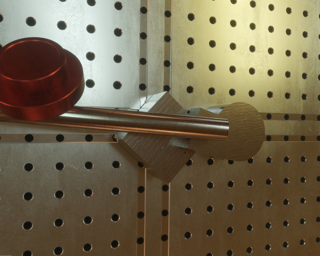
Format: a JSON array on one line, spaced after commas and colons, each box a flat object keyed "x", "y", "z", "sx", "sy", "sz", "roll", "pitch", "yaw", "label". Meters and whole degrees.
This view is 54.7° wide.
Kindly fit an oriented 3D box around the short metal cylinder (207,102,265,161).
[{"x": 0.099, "y": 0.005, "z": 0.437, "sx": 0.081, "sy": 0.050, "sz": 0.079, "roll": 0, "pitch": 90, "yaw": -21, "label": "short metal cylinder"}]

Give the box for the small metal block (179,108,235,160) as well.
[{"x": 0.058, "y": 0.007, "z": 0.380, "sx": 0.050, "sy": 0.025, "sz": 0.050, "roll": 20, "pitch": 83, "yaw": -19, "label": "small metal block"}]

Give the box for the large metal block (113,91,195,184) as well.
[{"x": 0.001, "y": 0.011, "z": 0.398, "sx": 0.080, "sy": 0.050, "sz": 0.080, "roll": 46, "pitch": 76, "yaw": -15, "label": "large metal block"}]

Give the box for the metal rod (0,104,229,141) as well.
[{"x": -0.076, "y": -0.011, "z": 0.339, "sx": 0.302, "sy": 0.025, "sz": 0.025, "roll": 5, "pitch": 88, "yaw": -4, "label": "metal rod"}]

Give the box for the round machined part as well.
[{"x": -0.132, "y": -0.059, "z": 0.327, "sx": 0.099, "sy": 0.042, "sz": 0.098, "roll": 3, "pitch": 52, "yaw": -4, "label": "round machined part"}]
